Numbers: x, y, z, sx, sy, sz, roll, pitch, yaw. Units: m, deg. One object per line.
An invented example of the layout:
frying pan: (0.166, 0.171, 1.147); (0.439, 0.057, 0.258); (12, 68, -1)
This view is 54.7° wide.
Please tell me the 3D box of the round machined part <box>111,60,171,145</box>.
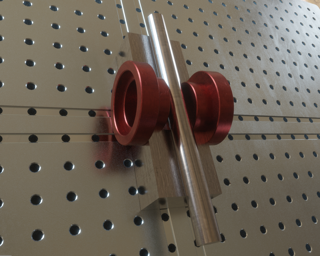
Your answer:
round machined part: (-0.022, -0.028, 0.365); (0.042, 0.097, 0.098); (2, 61, -27)

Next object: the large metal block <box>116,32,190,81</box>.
large metal block: (-0.011, -0.081, 0.435); (0.081, 0.050, 0.080); (2, 61, -27)

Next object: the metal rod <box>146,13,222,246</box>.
metal rod: (0.021, -0.019, 0.367); (0.025, 0.025, 0.299); (3, 61, -27)

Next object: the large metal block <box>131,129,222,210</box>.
large metal block: (0.017, 0.049, 0.371); (0.081, 0.050, 0.080); (3, 61, -27)

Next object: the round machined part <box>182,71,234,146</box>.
round machined part: (0.049, -0.025, 0.403); (0.042, 0.097, 0.098); (-1, 62, -23)
